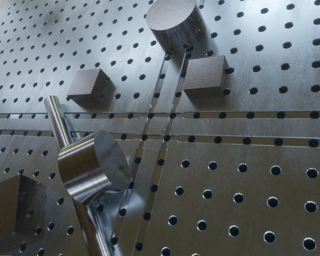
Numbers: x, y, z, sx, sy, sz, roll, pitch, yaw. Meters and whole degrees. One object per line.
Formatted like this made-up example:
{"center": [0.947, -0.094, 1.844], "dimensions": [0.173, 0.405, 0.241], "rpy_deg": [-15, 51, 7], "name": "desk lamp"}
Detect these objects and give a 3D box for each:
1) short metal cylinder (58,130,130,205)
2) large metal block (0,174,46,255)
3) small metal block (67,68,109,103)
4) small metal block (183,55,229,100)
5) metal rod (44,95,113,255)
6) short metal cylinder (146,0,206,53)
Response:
{"center": [-0.079, 0.049, 0.385], "dimensions": [0.050, 0.080, 0.080], "rpy_deg": [-25, 53, 13], "name": "short metal cylinder"}
{"center": [-0.209, 0.121, 0.428], "dimensions": [0.080, 0.050, 0.080], "rpy_deg": [-23, 53, 14], "name": "large metal block"}
{"center": [-0.119, -0.069, 0.514], "dimensions": [0.050, 0.025, 0.050], "rpy_deg": [0, 62, 28], "name": "small metal block"}
{"center": [0.063, -0.067, 0.417], "dimensions": [0.050, 0.025, 0.050], "rpy_deg": [-2, 61, 27], "name": "small metal block"}
{"center": [-0.125, 0.053, 0.441], "dimensions": [0.025, 0.025, 0.300], "rpy_deg": [-36, 51, 5], "name": "metal rod"}
{"center": [0.025, -0.164, 0.480], "dimensions": [0.080, 0.050, 0.080], "rpy_deg": [-13, 56, 21], "name": "short metal cylinder"}
